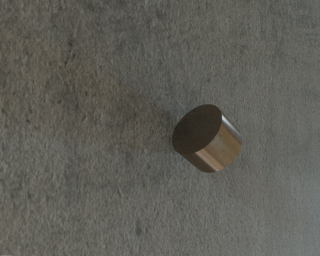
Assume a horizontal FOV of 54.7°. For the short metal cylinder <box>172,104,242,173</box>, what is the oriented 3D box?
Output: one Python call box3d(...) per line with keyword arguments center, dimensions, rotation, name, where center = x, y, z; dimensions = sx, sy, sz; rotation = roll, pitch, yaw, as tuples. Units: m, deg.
box3d(center=(0.064, 0.014, 0.425), dimensions=(0.050, 0.080, 0.080), rotation=(41, 65, -33), name="short metal cylinder")
